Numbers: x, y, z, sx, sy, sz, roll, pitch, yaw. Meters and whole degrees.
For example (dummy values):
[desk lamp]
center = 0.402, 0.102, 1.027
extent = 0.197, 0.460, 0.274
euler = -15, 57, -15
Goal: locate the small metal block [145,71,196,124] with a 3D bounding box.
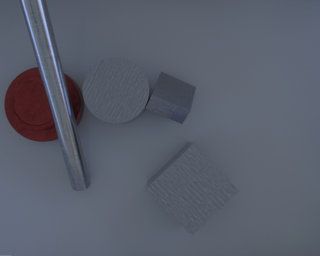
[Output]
[small metal block]
center = 0.015, -0.039, 0.396
extent = 0.050, 0.025, 0.050
euler = 23, 45, -5

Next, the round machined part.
[round machined part]
center = -0.153, -0.031, 0.401
extent = 0.099, 0.042, 0.097
euler = 0, 90, -1

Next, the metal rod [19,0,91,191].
[metal rod]
center = -0.121, -0.058, 0.349
extent = 0.025, 0.025, 0.298
euler = -7, 115, 0

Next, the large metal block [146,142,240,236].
[large metal block]
center = 0.039, 0.075, 0.400
extent = 0.080, 0.050, 0.080
euler = -44, 91, 0

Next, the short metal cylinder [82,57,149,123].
[short metal cylinder]
center = -0.053, -0.046, 0.398
extent = 0.081, 0.050, 0.079
euler = 0, 90, -1
